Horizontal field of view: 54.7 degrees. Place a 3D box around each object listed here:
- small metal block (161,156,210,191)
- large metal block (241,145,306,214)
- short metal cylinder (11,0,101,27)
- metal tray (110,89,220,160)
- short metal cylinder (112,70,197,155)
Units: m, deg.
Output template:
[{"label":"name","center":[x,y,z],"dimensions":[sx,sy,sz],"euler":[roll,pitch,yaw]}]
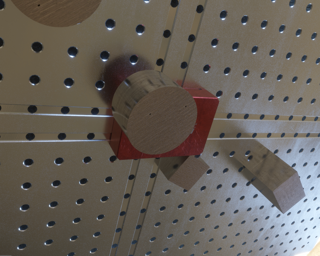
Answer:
[{"label":"small metal block","center":[0.039,0.062,0.471],"dimensions":[0.050,0.025,0.050],"euler":[34,99,-39]},{"label":"large metal block","center":[0.196,0.089,0.538],"dimensions":[0.050,0.080,0.080],"euler":[-39,129,-2]},{"label":"short metal cylinder","center":[-0.092,-0.132,0.263],"dimensions":[0.081,0.050,0.079],"euler":[-14,124,-21]},{"label":"metal tray","center":[0.007,-0.006,0.408],"dimensions":[0.131,0.030,0.089],"euler":[-1,119,-28]},{"label":"short metal cylinder","center":[-0.007,-0.018,0.341],"dimensions":[0.081,0.050,0.079],"euler":[-14,124,-21]}]
